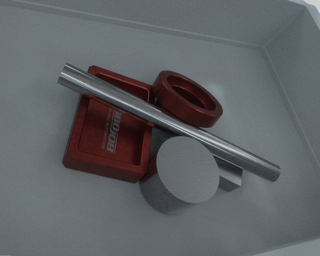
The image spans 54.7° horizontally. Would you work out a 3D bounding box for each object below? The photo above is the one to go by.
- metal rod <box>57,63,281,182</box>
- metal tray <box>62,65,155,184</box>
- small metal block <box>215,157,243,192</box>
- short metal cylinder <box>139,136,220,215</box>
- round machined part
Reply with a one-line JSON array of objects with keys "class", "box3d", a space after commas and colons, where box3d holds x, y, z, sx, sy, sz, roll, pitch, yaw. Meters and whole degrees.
[{"class": "metal rod", "box3d": [0.024, 0.001, 0.380, 0.302, 0.025, 0.025, 25, 53, -16]}, {"class": "metal tray", "box3d": [-0.056, -0.007, 0.374, 0.091, 0.030, 0.130, 17, 55, -19]}, {"class": "small metal block", "box3d": [0.084, 0.051, 0.419, 0.050, 0.025, 0.050, 28, 52, -11]}, {"class": "short metal cylinder", "box3d": [0.022, 0.056, 0.366, 0.081, 0.050, 0.080, 14, 56, -21]}, {"class": "round machined part", "box3d": [0.031, -0.032, 0.415, 0.098, 0.042, 0.098, 26, 27, -14]}]
